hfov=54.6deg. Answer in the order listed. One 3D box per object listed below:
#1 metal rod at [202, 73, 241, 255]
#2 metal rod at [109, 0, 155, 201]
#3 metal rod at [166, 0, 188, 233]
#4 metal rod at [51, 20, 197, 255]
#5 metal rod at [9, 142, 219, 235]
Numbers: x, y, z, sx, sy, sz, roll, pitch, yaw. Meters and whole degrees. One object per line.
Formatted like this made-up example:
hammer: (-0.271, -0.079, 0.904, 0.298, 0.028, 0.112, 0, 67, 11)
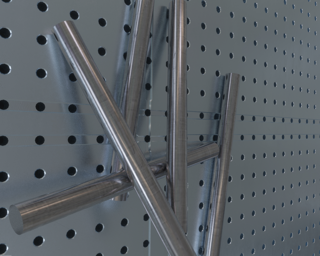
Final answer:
metal rod: (0.098, 0.061, 0.489, 0.025, 0.025, 0.299, 14, 81, -39)
metal rod: (-0.032, -0.064, 0.380, 0.025, 0.025, 0.299, 12, 82, -39)
metal rod: (0.021, -0.027, 0.388, 0.025, 0.025, 0.299, 15, 69, -39)
metal rod: (-0.032, 0.027, 0.323, 0.025, 0.025, 0.299, -28, 89, -37)
metal rod: (-0.018, 0.054, 0.363, 0.302, 0.025, 0.025, -12, 98, -48)
